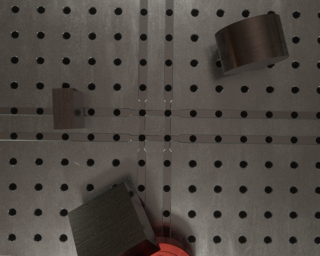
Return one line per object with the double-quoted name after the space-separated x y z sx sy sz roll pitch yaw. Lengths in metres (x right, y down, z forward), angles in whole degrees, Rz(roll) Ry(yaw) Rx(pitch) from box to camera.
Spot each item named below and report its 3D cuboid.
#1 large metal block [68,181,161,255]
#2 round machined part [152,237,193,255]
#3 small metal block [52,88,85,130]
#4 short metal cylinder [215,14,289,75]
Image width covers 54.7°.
-0.057 0.127 0.381 0.080 0.050 0.080 -29 51 0 "large metal block"
0.001 0.190 0.405 0.099 0.042 0.097 0 90 -1 "round machined part"
-0.117 -0.024 0.399 0.025 0.050 0.050 -3 90 0 "small metal block"
0.114 -0.102 0.387 0.080 0.080 0.050 -13 90 0 "short metal cylinder"
